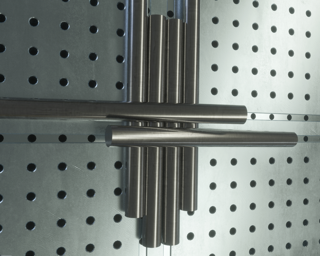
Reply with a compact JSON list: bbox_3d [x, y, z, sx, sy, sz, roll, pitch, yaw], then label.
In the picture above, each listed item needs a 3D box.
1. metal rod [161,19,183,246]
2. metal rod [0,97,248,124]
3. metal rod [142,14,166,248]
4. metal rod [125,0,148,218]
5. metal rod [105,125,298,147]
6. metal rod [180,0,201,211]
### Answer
[{"bbox_3d":[0.016,0.005,0.419,0.025,0.025,0.298,1,90,-20],"label":"metal rod"},{"bbox_3d":[-0.040,-0.020,0.373,0.302,0.025,0.025,1,90,-11],"label":"metal rod"},{"bbox_3d":[-0.008,0.004,0.408,0.025,0.025,0.298,1,90,-20],"label":"metal rod"},{"bbox_3d":[-0.030,-0.037,0.400,0.025,0.025,0.298,1,90,-20],"label":"metal rod"},{"bbox_3d":[0.075,0.013,0.418,0.302,0.025,0.025,2,90,-29],"label":"metal rod"},{"bbox_3d":[0.041,-0.038,0.427,0.025,0.025,0.298,1,90,-20],"label":"metal rod"}]
